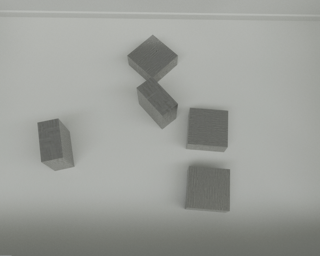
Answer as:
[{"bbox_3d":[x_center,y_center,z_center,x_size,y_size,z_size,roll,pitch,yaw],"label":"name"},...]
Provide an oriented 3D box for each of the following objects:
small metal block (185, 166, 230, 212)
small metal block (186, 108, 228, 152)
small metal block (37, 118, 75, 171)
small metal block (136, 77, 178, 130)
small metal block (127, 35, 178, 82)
[{"bbox_3d":[0.059,0.076,0.382,0.050,0.025,0.050,5,70,1],"label":"small metal block"},{"bbox_3d":[0.062,0.003,0.409,0.050,0.025,0.050,5,70,1],"label":"small metal block"},{"bbox_3d":[-0.129,0.022,0.387,0.025,0.050,0.050,-12,71,-4],"label":"small metal block"},{"bbox_3d":[-0.004,-0.032,0.408,0.025,0.050,0.050,-39,75,-13],"label":"small metal block"},{"bbox_3d":[-0.010,-0.097,0.445,0.050,0.025,0.050,43,75,14],"label":"small metal block"}]
